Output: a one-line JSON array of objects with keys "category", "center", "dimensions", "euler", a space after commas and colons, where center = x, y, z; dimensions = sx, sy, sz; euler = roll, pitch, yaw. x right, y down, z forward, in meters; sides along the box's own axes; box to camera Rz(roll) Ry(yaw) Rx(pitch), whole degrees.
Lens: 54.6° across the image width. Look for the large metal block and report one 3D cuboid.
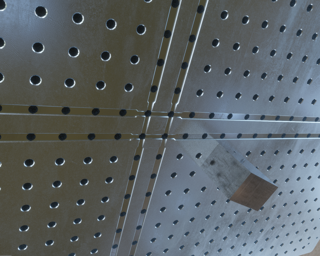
[{"category": "large metal block", "center": [0.124, 0.078, 0.490], "dimensions": [0.080, 0.080, 0.050], "euler": [28, 103, -38]}]
